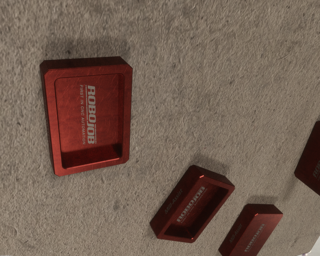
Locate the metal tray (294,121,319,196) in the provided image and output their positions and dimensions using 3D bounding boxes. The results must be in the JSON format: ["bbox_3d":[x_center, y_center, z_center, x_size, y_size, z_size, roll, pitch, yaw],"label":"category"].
[{"bbox_3d":[0.315,0.061,0.578,0.030,0.090,0.129,-5,121,-26],"label":"metal tray"}]

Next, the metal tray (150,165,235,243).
[{"bbox_3d":[0.054,0.130,0.515,0.090,0.030,0.129,24,105,-37],"label":"metal tray"}]

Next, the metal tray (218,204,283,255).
[{"bbox_3d":[0.189,0.219,0.646,0.091,0.030,0.129,11,113,-34],"label":"metal tray"}]

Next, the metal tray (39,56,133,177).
[{"bbox_3d":[-0.081,-0.012,0.352,0.091,0.030,0.129,-9,123,-24],"label":"metal tray"}]
